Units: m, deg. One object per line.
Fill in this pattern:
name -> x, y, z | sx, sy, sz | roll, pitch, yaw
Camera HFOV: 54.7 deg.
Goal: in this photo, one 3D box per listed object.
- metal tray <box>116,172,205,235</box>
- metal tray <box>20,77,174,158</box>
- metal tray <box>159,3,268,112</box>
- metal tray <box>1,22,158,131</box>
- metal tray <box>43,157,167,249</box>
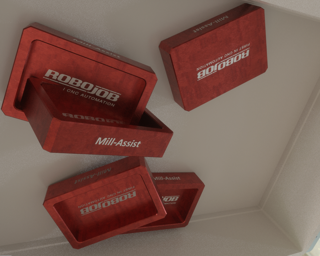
metal tray -> -0.004, 0.113, 0.472 | 0.131, 0.030, 0.089 | 5, 116, -31
metal tray -> -0.061, -0.009, 0.315 | 0.131, 0.090, 0.030 | 7, 115, -41
metal tray -> 0.072, -0.088, 0.390 | 0.131, 0.030, 0.090 | -28, 128, -11
metal tray -> -0.080, -0.039, 0.317 | 0.131, 0.030, 0.089 | 18, 109, -20
metal tray -> -0.067, 0.095, 0.397 | 0.131, 0.030, 0.090 | -20, 117, 1
